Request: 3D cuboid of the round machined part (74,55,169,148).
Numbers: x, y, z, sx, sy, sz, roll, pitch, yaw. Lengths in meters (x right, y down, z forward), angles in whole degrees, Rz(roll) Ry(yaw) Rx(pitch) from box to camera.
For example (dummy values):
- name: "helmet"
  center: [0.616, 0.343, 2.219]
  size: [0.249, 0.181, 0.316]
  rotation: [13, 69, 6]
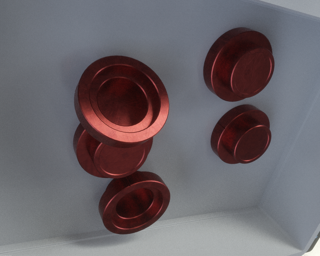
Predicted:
- name: "round machined part"
  center: [-0.043, -0.025, 0.336]
  size: [0.099, 0.098, 0.042]
  rotation: [-3, 164, -27]

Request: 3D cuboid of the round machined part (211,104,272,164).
- name: "round machined part"
  center: [0.131, 0.016, 0.479]
  size: [0.099, 0.042, 0.097]
  rotation: [-14, 124, -21]

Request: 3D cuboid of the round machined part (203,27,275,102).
- name: "round machined part"
  center: [0.110, -0.079, 0.409]
  size: [0.099, 0.042, 0.097]
  rotation: [-14, 124, -21]

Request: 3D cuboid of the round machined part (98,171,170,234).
- name: "round machined part"
  center: [-0.039, 0.099, 0.435]
  size: [0.099, 0.042, 0.097]
  rotation: [-15, 128, -20]

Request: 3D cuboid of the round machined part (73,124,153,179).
- name: "round machined part"
  center: [-0.053, 0.023, 0.383]
  size: [0.099, 0.042, 0.097]
  rotation: [-14, 124, -21]
